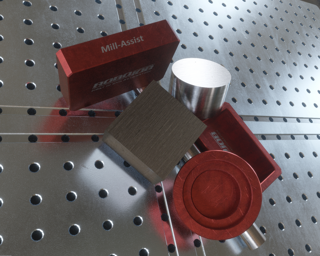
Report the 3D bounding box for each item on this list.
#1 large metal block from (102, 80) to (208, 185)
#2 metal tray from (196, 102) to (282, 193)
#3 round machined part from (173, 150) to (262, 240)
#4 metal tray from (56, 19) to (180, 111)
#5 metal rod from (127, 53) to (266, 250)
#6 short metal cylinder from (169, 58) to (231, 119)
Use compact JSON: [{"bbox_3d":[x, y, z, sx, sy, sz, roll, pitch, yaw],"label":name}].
[{"bbox_3d":[-0.008,0.006,0.356,0.080,0.050,0.080,41,69,-1],"label":"large metal block"},{"bbox_3d":[0.100,0.034,0.433,0.091,0.030,0.130,-28,77,-37],"label":"metal tray"},{"bbox_3d":[0.064,0.077,0.362,0.099,0.042,0.098,0,78,1],"label":"round machined part"},{"bbox_3d":[-0.049,-0.071,0.361,0.131,0.090,0.030,-23,76,-21],"label":"metal tray"},{"bbox_3d":[0.033,0.023,0.407,0.025,0.025,0.299,-28,77,-37],"label":"metal rod"},{"bbox_3d":[0.053,-0.056,0.432,0.081,0.050,0.080,5,39,-4],"label":"short metal cylinder"}]
